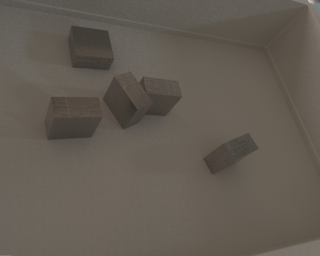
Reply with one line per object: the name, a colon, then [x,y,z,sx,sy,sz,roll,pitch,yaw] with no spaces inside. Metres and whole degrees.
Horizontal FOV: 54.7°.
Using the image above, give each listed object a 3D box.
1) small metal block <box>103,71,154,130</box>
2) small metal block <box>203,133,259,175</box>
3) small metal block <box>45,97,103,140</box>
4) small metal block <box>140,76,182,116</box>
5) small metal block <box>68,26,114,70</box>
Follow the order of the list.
small metal block: [-0.041,-0.034,0.388,0.025,0.050,0.050,-27,77,-37]
small metal block: [0.095,0.035,0.419,0.050,0.050,0.025,-18,71,-35]
small metal block: [-0.097,-0.010,0.344,0.050,0.050,0.025,-3,63,-30]
small metal block: [-0.006,-0.040,0.411,0.050,0.050,0.025,3,61,-27]
small metal block: [-0.094,-0.108,0.421,0.050,0.025,0.050,-1,62,-29]
